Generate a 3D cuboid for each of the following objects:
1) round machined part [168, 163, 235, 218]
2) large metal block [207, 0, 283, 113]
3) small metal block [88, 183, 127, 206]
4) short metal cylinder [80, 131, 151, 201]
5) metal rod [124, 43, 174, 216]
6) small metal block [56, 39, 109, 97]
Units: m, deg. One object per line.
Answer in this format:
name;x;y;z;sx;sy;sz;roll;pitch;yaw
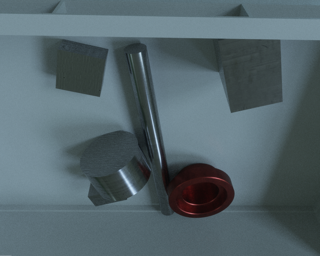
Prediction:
round machined part;0.060;0.092;0.475;0.099;0.042;0.097;-3;130;-3
large metal block;0.084;-0.075;0.310;0.050;0.080;0.080;-13;129;10
small metal block;-0.076;0.085;0.464;0.050;0.050;0.025;-14;129;11
short metal cylinder;-0.058;0.049;0.414;0.080;0.080;0.050;-14;129;11
metal rod;-0.007;0.026;0.431;0.025;0.025;0.298;-6;130;5
small metal block;-0.088;-0.067;0.351;0.050;0.025;0.050;11;129;-10
